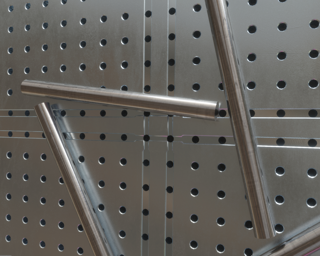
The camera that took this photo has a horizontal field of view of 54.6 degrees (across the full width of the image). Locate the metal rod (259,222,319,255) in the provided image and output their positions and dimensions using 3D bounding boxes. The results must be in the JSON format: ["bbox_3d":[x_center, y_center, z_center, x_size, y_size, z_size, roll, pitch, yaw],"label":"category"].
[{"bbox_3d":[0.209,0.099,0.338,0.300,0.025,0.025,-38,78,16],"label":"metal rod"}]

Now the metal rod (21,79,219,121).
[{"bbox_3d":[-0.069,-0.042,0.437,0.301,0.025,0.025,9,93,19],"label":"metal rod"}]

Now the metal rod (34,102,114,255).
[{"bbox_3d":[-0.118,0.100,0.455,0.025,0.025,0.299,-28,81,18],"label":"metal rod"}]

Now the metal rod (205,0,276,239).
[{"bbox_3d":[0.097,-0.019,0.378,0.025,0.025,0.299,-12,86,19],"label":"metal rod"}]
